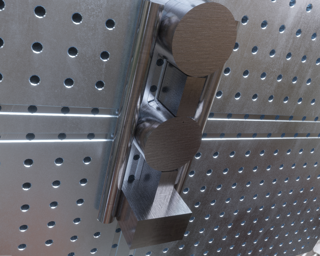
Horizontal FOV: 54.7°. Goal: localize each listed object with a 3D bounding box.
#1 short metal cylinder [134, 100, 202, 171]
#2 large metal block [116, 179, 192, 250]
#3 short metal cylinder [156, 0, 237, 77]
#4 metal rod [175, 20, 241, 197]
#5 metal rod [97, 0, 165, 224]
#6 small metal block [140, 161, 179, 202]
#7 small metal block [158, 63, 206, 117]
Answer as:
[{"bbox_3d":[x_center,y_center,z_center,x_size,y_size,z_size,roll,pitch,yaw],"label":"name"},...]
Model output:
[{"bbox_3d":[0.007,0.009,0.404,0.081,0.050,0.079,-14,124,-21],"label":"short metal cylinder"},{"bbox_3d":[-0.014,0.117,0.440,0.081,0.080,0.050,1,118,-29],"label":"large metal block"},{"bbox_3d":[0.038,-0.104,0.351,0.081,0.050,0.079,-14,124,-21],"label":"short metal cylinder"},{"bbox_3d":[0.050,-0.002,0.436,0.025,0.025,0.298,1,118,-29],"label":"metal rod"},{"bbox_3d":[-0.042,-0.001,0.386,0.025,0.025,0.298,1,118,-29],"label":"metal rod"},{"bbox_3d":[-0.003,0.067,0.434,0.025,0.050,0.050,0,118,-29],"label":"small metal block"},{"bbox_3d":[0.025,-0.047,0.378,0.025,0.050,0.050,1,118,-29],"label":"small metal block"}]
